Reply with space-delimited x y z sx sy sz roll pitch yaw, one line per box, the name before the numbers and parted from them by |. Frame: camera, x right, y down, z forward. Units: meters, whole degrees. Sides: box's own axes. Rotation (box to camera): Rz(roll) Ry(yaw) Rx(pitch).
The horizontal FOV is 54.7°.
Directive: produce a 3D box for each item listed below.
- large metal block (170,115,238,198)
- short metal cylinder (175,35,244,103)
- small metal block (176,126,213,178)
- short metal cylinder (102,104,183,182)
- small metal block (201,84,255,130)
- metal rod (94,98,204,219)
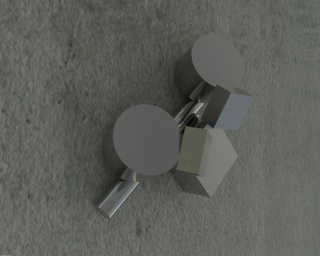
large metal block | 0.055 0.037 0.436 0.080 0.050 0.080 -49 119 -29
short metal cylinder | 0.068 -0.081 0.430 0.081 0.050 0.080 8 69 -21
small metal block | 0.042 0.029 0.363 0.050 0.025 0.050 40 62 -69
short metal cylinder | -0.021 0.019 0.356 0.081 0.050 0.080 8 69 -21
small metal block | 0.088 -0.026 0.401 0.050 0.025 0.050 3 119 -40
metal rod | 0.021 -0.003 0.425 0.301 0.025 0.025 -49 119 -29
